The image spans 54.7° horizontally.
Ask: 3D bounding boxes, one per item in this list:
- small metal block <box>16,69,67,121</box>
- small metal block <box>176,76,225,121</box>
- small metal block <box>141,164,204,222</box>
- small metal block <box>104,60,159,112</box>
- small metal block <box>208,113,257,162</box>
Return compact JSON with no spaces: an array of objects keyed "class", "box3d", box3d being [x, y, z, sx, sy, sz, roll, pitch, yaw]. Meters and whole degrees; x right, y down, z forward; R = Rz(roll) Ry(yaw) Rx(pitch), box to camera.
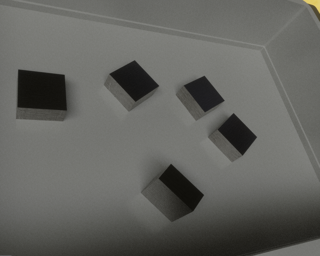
[{"class":"small metal block","box3d":[-0.136,-0.037,0.355,0.050,0.025,0.050,3,61,-27]},{"class":"small metal block","box3d":[0.061,-0.046,0.468,0.050,0.025,0.050,-29,78,-38]},{"class":"small metal block","box3d":[0.013,0.075,0.352,0.050,0.050,0.025,44,51,1]},{"class":"small metal block","box3d":[-0.038,-0.058,0.422,0.050,0.025,0.050,47,51,4]},{"class":"small metal block","box3d":[0.108,0.014,0.457,0.050,0.025,0.050,47,51,4]}]
